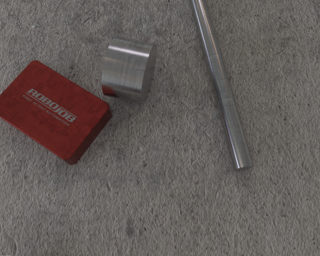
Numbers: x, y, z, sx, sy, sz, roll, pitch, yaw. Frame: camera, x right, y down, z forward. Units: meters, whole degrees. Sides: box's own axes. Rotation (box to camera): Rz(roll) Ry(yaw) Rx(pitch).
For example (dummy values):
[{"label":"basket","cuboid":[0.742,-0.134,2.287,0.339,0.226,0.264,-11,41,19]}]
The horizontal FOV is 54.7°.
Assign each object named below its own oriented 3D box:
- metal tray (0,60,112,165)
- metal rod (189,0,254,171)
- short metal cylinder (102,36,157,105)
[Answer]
[{"label":"metal tray","cuboid":[-0.142,-0.022,0.413,0.130,0.030,0.090,31,73,10]},{"label":"metal rod","cuboid":[0.079,-0.087,0.440,0.025,0.025,0.299,-10,70,-4]},{"label":"short metal cylinder","cuboid":[-0.038,-0.075,0.406,0.050,0.080,0.080,13,71,5]}]
